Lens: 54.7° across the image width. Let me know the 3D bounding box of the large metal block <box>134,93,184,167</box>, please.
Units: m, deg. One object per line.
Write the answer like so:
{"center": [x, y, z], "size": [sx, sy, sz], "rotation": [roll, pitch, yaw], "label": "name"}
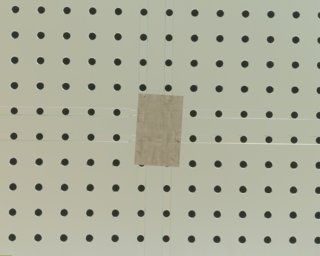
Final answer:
{"center": [-0.001, 0.002, 0.385], "size": [0.050, 0.080, 0.079], "rotation": [3, 90, 0], "label": "large metal block"}
